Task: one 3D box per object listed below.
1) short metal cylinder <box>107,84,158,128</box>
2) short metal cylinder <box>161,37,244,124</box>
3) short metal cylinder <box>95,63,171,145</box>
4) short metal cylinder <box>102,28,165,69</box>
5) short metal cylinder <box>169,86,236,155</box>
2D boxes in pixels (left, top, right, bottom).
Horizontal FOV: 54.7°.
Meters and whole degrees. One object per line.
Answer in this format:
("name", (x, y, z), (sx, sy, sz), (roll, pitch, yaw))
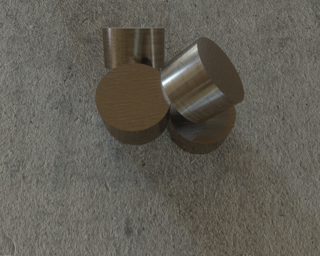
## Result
("short metal cylinder", (-0.039, -0.030, 0.406), (0.081, 0.050, 0.080), (0, 70, 0))
("short metal cylinder", (0.047, -0.051, 0.339), (0.050, 0.081, 0.080), (-32, 67, 34))
("short metal cylinder", (-0.028, -0.026, 0.351), (0.081, 0.050, 0.080), (0, 70, 0))
("short metal cylinder", (-0.034, -0.107, 0.412), (0.081, 0.080, 0.050), (0, 109, 0))
("short metal cylinder", (0.052, -0.011, 0.400), (0.081, 0.050, 0.080), (0, 70, 0))
